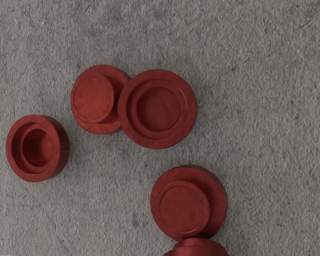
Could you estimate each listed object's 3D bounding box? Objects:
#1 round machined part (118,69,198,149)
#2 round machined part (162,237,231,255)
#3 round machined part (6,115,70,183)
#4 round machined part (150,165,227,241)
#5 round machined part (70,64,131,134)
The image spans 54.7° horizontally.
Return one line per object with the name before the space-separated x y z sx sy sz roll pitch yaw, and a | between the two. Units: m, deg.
round machined part | -0.001 -0.023 0.396 0.098 0.042 0.097 0 92 12
round machined part | 0.046 0.168 0.367 0.099 0.042 0.097 4 126 6
round machined part | -0.176 0.029 0.462 0.098 0.042 0.097 0 90 20
round machined part | 0.033 0.097 0.388 0.098 0.042 0.097 0 90 20
round machined part | -0.083 -0.040 0.429 0.098 0.042 0.097 0 90 20
